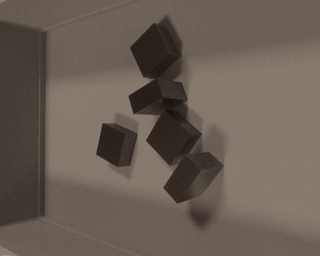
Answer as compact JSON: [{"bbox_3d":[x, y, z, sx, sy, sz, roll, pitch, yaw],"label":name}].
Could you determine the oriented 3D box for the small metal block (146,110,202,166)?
[{"bbox_3d":[0.017,0.012,0.391,0.050,0.025,0.050,45,116,30],"label":"small metal block"}]

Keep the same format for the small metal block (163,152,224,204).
[{"bbox_3d":[0.039,0.056,0.357,0.025,0.050,0.050,45,117,30],"label":"small metal block"}]

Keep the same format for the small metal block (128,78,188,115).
[{"bbox_3d":[-0.002,-0.038,0.391,0.050,0.050,0.025,-26,74,36],"label":"small metal block"}]

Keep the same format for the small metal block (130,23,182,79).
[{"bbox_3d":[-0.007,-0.101,0.410,0.050,0.025,0.050,-37,68,33],"label":"small metal block"}]

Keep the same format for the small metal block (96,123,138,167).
[{"bbox_3d":[-0.064,0.024,0.458,0.050,0.025,0.050,23,104,37],"label":"small metal block"}]
